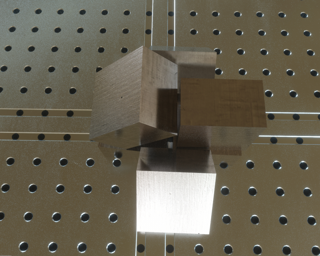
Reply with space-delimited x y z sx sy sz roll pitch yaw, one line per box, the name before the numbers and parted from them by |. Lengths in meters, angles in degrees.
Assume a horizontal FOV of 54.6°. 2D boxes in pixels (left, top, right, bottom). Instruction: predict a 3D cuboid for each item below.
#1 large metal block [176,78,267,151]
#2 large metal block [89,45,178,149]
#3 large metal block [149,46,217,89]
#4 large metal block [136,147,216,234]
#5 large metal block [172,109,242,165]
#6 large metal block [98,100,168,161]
large metal block | 0.060 -0.011 0.334 0.080 0.080 0.050 2 70 0
large metal block | -0.028 -0.028 0.331 0.080 0.050 0.080 -17 63 42
large metal block | 0.026 -0.078 0.403 0.080 0.080 0.050 2 108 1
large metal block | 0.016 0.070 0.351 0.080 0.050 0.079 2 115 1
large metal block | 0.057 0.001 0.398 0.080 0.050 0.080 3 70 1
large metal block | -0.028 -0.002 0.400 0.080 0.050 0.080 7 70 2
